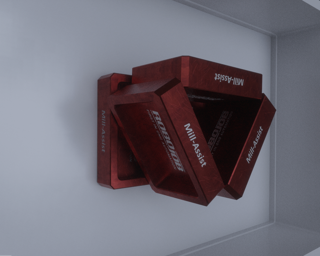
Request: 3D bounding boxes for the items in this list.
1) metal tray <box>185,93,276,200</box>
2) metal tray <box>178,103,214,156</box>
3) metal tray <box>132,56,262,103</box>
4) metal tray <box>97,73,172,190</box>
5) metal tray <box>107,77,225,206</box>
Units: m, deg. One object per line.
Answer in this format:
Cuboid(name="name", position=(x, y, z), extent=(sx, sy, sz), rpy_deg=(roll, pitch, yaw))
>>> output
Cuboid(name="metal tray", position=(0.079, 0.018, 0.388), extent=(0.030, 0.090, 0.130), rpy_deg=(43, 64, -32))
Cuboid(name="metal tray", position=(0.042, 0.006, 0.437), extent=(0.091, 0.030, 0.129), rpy_deg=(2, 88, -40))
Cuboid(name="metal tray", position=(0.044, -0.051, 0.359), extent=(0.131, 0.090, 0.030), rpy_deg=(2, 89, -40))
Cuboid(name="metal tray", position=(-0.029, 0.004, 0.378), extent=(0.091, 0.030, 0.129), rpy_deg=(1, 89, -40))
Cuboid(name="metal tray", position=(0.005, 0.016, 0.327), extent=(0.030, 0.090, 0.129), rpy_deg=(-38, 114, -33))
